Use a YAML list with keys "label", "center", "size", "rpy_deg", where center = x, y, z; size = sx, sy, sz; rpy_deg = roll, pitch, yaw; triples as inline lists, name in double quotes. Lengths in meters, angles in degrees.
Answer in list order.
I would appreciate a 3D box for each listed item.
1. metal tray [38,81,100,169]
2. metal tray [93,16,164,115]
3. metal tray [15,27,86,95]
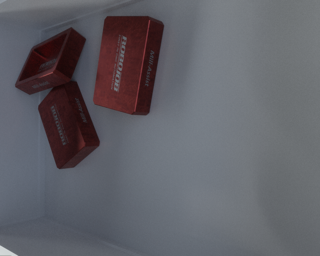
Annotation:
- label: "metal tray"
  center: [-0.160, -0.006, 0.532]
  size: [0.090, 0.030, 0.130]
  rpy_deg: [-38, 67, 33]
- label: "metal tray"
  center: [-0.048, -0.089, 0.441]
  size: [0.090, 0.030, 0.129]
  rpy_deg: [16, 100, 38]
- label: "metal tray"
  center: [-0.190, -0.112, 0.533]
  size: [0.130, 0.030, 0.090]
  rpy_deg: [-7, 60, 39]
